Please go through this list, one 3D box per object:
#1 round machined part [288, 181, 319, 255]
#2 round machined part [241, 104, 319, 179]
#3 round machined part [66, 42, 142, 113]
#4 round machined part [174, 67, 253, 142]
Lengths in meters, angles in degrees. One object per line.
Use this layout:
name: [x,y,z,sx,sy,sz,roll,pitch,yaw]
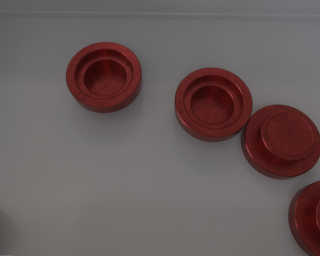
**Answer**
round machined part: [0.208,0.109,0.362,0.099,0.042,0.098,0,70,0]
round machined part: [0.158,0.014,0.396,0.099,0.042,0.098,0,70,0]
round machined part: [-0.074,-0.065,0.424,0.099,0.042,0.098,0,70,0]
round machined part: [0.068,-0.027,0.411,0.099,0.042,0.098,0,70,0]
